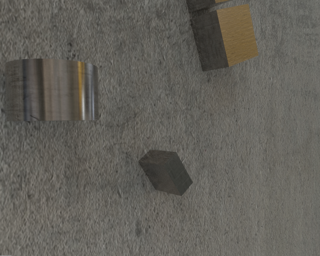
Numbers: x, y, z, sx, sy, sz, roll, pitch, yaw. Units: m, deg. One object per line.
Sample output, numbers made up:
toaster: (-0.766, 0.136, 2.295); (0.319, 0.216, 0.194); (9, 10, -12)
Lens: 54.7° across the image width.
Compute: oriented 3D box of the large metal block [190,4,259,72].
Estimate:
large metal block: (0.100, -0.138, 0.475); (0.081, 0.050, 0.080); (-26, 107, -37)

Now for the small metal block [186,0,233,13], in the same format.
small metal block: (0.074, -0.191, 0.452); (0.050, 0.050, 0.025); (-28, 108, -37)

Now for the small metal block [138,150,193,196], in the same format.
small metal block: (0.007, 0.056, 0.396); (0.025, 0.050, 0.050); (-44, 117, -31)

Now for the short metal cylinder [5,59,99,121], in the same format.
short metal cylinder: (-0.098, -0.032, 0.288); (0.081, 0.080, 0.050); (-2, 92, -40)
